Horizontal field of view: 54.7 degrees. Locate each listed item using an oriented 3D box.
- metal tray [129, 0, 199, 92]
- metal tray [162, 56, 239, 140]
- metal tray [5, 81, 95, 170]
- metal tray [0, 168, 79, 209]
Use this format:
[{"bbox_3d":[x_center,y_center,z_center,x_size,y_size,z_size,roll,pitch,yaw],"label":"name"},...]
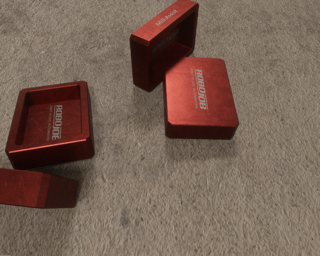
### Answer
[{"bbox_3d":[0.009,-0.126,0.466,0.030,0.089,0.131,29,55,21],"label":"metal tray"},{"bbox_3d":[0.051,-0.045,0.431,0.091,0.030,0.130,2,52,-5],"label":"metal tray"},{"bbox_3d":[-0.133,-0.009,0.390,0.091,0.030,0.130,-9,40,-8],"label":"metal tray"},{"bbox_3d":[-0.159,0.057,0.308,0.131,0.090,0.030,5,76,4],"label":"metal tray"}]
